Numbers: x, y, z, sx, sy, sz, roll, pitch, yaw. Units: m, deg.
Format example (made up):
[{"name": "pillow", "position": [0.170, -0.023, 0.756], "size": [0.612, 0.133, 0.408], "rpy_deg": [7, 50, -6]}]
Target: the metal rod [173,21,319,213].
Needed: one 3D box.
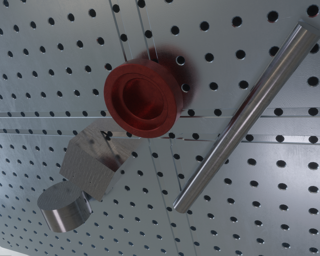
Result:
[{"name": "metal rod", "position": [0.084, 0.014, 0.375], "size": [0.025, 0.025, 0.298], "rpy_deg": [32, 129, 7]}]

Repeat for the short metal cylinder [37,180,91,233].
[{"name": "short metal cylinder", "position": [-0.168, 0.137, 0.549], "size": [0.080, 0.080, 0.050], "rpy_deg": [2, 120, 27]}]

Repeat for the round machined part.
[{"name": "round machined part", "position": [-0.017, -0.039, 0.385], "size": [0.098, 0.042, 0.097], "rpy_deg": [13, 124, 21]}]

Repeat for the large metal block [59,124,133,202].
[{"name": "large metal block", "position": [-0.101, 0.055, 0.483], "size": [0.080, 0.050, 0.079], "rpy_deg": [34, 129, 5]}]
